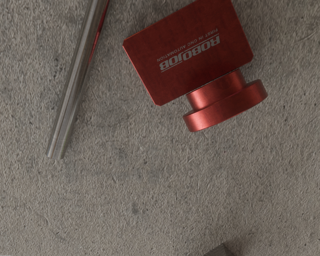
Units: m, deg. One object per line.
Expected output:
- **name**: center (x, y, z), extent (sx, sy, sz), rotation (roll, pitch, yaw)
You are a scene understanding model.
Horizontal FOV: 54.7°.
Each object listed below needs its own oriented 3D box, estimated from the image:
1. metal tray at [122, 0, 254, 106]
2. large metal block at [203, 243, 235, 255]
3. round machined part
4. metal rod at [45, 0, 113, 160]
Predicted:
- **metal tray**: center (0.033, -0.095, 0.373), extent (0.130, 0.030, 0.090), rotation (-26, 108, 9)
- **large metal block**: center (0.085, 0.238, 0.469), extent (0.080, 0.080, 0.050), rotation (-38, 106, 13)
- **round machined part**: center (0.070, -0.036, 0.361), extent (0.098, 0.098, 0.042), rotation (-26, 93, 9)
- **metal rod**: center (-0.089, -0.094, 0.374), extent (0.025, 0.025, 0.298), rotation (20, 109, -7)
